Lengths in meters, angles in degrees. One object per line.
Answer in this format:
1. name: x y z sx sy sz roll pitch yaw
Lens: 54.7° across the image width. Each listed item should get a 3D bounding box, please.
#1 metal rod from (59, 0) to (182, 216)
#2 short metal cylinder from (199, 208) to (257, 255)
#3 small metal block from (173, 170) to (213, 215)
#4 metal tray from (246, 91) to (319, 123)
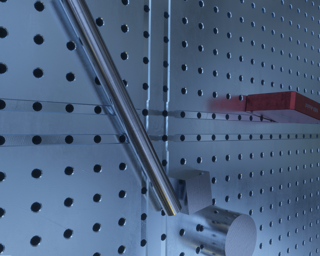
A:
1. metal rod: -0.040 -0.016 0.377 0.025 0.025 0.299 -38 113 -34
2. short metal cylinder: 0.107 0.171 0.486 0.081 0.050 0.079 0 90 -40
3. small metal block: 0.049 0.093 0.453 0.050 0.025 0.050 -11 97 -40
4. metal tray: 0.231 -0.034 0.563 0.131 0.090 0.030 12 83 -40
